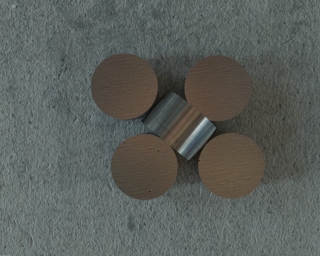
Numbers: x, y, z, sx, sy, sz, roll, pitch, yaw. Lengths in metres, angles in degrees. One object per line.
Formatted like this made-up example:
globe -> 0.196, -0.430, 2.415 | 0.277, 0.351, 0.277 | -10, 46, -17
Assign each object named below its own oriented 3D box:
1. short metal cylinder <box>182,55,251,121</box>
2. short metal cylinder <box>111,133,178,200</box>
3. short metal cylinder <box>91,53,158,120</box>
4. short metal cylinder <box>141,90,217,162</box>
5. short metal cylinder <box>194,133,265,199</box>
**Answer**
short metal cylinder -> 0.070, -0.048, 0.398 | 0.081, 0.050, 0.079 | 0, 90, -1
short metal cylinder -> -0.019, 0.047, 0.397 | 0.081, 0.050, 0.079 | 0, 90, -1
short metal cylinder -> -0.043, -0.050, 0.397 | 0.081, 0.050, 0.079 | 0, 90, -1
short metal cylinder -> 0.023, -0.003, 0.384 | 0.080, 0.080, 0.050 | 40, 90, -1
short metal cylinder -> 0.086, 0.045, 0.399 | 0.081, 0.050, 0.079 | 0, 90, -1
